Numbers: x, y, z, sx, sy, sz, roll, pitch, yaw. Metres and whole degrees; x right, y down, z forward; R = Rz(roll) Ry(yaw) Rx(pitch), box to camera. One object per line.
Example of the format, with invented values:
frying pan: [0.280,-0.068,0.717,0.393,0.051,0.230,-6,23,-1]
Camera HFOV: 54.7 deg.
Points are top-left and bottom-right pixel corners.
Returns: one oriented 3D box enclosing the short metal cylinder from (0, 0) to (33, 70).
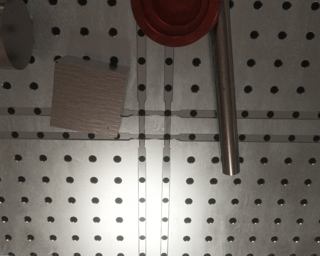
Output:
short metal cylinder: [-0.181,-0.106,0.343,0.050,0.080,0.079,3,110,-1]

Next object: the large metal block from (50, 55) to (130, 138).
large metal block: [-0.085,-0.040,0.384,0.081,0.050,0.079,10,110,-4]

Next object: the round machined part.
round machined part: [0.021,-0.142,0.341,0.098,0.042,0.097,9,117,18]

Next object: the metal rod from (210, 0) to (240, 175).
metal rod: [0.078,-0.078,0.385,0.025,0.025,0.298,-8,110,2]
